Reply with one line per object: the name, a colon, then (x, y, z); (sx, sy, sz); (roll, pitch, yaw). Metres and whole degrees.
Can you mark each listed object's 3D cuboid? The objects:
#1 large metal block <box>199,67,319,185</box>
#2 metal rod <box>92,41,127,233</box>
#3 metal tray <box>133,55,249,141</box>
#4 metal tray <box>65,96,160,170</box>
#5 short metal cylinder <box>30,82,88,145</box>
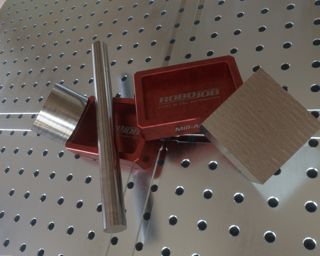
large metal block: (0.098, 0.000, 0.318); (0.080, 0.050, 0.080); (-44, 82, -2)
metal rod: (-0.073, -0.012, 0.415); (0.025, 0.025, 0.299); (-23, 53, 15)
metal tray: (0.036, -0.039, 0.386); (0.131, 0.030, 0.090); (-10, 56, 3)
metal tray: (-0.062, 0.003, 0.435); (0.130, 0.030, 0.090); (7, 65, 31)
short metal cylinder: (-0.149, -0.022, 0.461); (0.080, 0.050, 0.080); (-49, 23, 31)
